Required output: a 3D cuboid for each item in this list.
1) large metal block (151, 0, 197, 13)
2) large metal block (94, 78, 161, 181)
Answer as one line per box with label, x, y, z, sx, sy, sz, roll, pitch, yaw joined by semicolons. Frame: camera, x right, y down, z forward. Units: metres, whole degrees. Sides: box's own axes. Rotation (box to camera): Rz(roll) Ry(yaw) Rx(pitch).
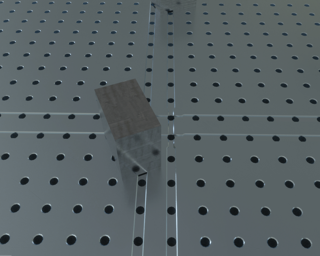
large metal block;0.028;-0.284;0.611;0.081;0.080;0.050;-18;53;-15
large metal block;-0.037;0.002;0.370;0.050;0.080;0.080;-18;52;-14
